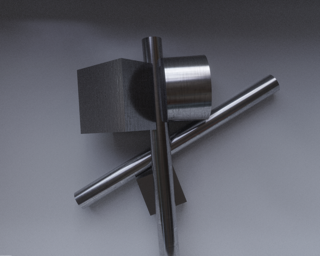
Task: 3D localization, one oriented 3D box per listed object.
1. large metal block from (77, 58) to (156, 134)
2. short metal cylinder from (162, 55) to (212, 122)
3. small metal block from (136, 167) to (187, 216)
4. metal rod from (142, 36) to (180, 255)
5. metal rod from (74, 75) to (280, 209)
[{"bbox_3d":[-0.054,-0.035,0.377,0.080,0.050,0.079,-3,90,40],"label":"large metal block"},{"bbox_3d":[0.031,-0.048,0.382,0.050,0.080,0.079,-4,90,-2],"label":"short metal cylinder"},{"bbox_3d":[0.002,0.081,0.410,0.050,0.025,0.050,-21,90,-1],"label":"small metal block"},{"bbox_3d":[0.002,0.038,0.384,0.025,0.025,0.298,-5,89,-1],"label":"metal rod"},{"bbox_3d":[0.023,0.018,0.410,0.301,0.025,0.025,-31,90,-1],"label":"metal rod"}]
